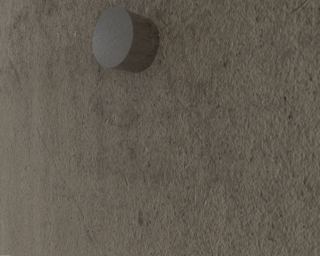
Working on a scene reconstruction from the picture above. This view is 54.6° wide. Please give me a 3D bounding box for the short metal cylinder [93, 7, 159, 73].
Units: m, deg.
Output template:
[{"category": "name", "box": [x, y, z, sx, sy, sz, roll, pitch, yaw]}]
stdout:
[{"category": "short metal cylinder", "box": [-0.048, -0.120, 0.429, 0.080, 0.050, 0.080, 0, 90, 40]}]
